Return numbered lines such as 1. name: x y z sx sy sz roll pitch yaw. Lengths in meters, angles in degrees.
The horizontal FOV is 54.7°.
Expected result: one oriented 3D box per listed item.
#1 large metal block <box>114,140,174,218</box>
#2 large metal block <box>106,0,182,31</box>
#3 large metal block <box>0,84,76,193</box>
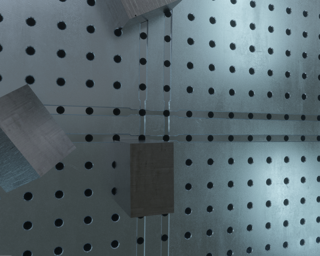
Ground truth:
1. large metal block: -0.022 0.056 0.376 0.050 0.080 0.079 -1 90 -20
2. large metal block: -0.027 -0.181 0.390 0.081 0.050 0.080 -29 100 -18
3. large metal block: -0.149 0.013 0.321 0.080 0.080 0.050 56 40 -12
